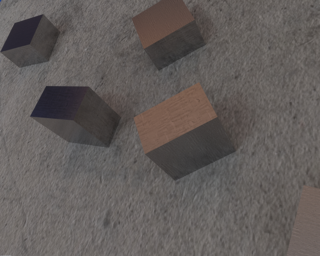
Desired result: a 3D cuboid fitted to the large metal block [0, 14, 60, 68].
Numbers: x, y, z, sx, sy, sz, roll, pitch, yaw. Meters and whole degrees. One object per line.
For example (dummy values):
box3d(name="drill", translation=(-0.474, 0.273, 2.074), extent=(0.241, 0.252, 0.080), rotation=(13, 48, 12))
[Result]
box3d(name="large metal block", translation=(-0.262, -0.176, 0.630), extent=(0.080, 0.050, 0.080), rotation=(-5, 59, 25))

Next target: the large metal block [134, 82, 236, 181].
box3d(name="large metal block", translation=(0.030, 0.008, 0.347), extent=(0.080, 0.080, 0.050), rotation=(-28, 53, 10))

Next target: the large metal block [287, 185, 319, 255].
box3d(name="large metal block", translation=(0.150, 0.101, 0.247), extent=(0.080, 0.050, 0.080), rotation=(11, 67, 32))

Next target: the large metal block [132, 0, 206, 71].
box3d(name="large metal block", translation=(0.012, -0.147, 0.471), extent=(0.080, 0.050, 0.080), rotation=(-28, 52, 10))

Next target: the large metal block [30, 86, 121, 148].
box3d(name="large metal block", translation=(-0.116, -0.016, 0.437), extent=(0.080, 0.080, 0.050), rotation=(5, 64, 30))
